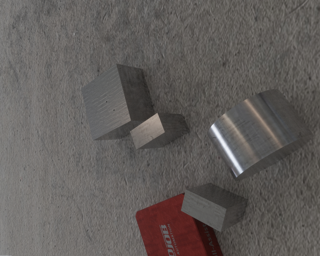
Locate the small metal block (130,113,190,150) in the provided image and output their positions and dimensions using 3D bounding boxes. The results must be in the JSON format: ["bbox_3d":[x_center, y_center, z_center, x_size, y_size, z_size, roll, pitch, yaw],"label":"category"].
[{"bbox_3d":[0.000,0.004,0.389,0.050,0.050,0.025,-33,70,35],"label":"small metal block"}]

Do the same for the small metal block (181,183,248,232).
[{"bbox_3d":[0.060,0.084,0.339,0.050,0.050,0.025,19,102,38],"label":"small metal block"}]

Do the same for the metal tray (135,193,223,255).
[{"bbox_3d":[0.027,0.152,0.379,0.090,0.030,0.130,-31,71,35],"label":"metal tray"}]

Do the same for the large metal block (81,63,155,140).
[{"bbox_3d":[-0.059,-0.033,0.438,0.080,0.050,0.080,-25,74,37],"label":"large metal block"}]

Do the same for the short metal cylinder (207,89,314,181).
[{"bbox_3d":[0.093,0.008,0.293,0.080,0.081,0.050,-43,64,32],"label":"short metal cylinder"}]
